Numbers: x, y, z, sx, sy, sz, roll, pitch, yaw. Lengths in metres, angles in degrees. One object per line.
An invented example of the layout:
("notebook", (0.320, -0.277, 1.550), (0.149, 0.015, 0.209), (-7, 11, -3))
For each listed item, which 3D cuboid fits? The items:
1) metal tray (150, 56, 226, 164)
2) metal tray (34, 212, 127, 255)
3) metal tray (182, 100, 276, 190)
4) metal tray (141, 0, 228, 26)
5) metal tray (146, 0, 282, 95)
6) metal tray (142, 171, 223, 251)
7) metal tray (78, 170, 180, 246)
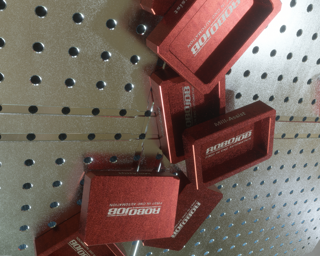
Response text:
("metal tray", (0.042, -0.022, 0.416), (0.091, 0.030, 0.129), (-20, 126, -16))
("metal tray", (-0.111, 0.187, 0.461), (0.090, 0.030, 0.130), (-31, 129, -9))
("metal tray", (0.099, 0.024, 0.436), (0.131, 0.030, 0.090), (-21, 127, -16))
("metal tray", (0.038, -0.179, 0.318), (0.091, 0.030, 0.129), (0, 119, -28))
("metal tray", (0.059, -0.111, 0.331), (0.130, 0.030, 0.090), (-50, 129, 7))
("metal tray", (0.033, 0.141, 0.512), (0.090, 0.030, 0.130), (27, 104, -37))
("metal tray", (-0.039, 0.107, 0.427), (0.131, 0.030, 0.090), (6, 92, -29))
